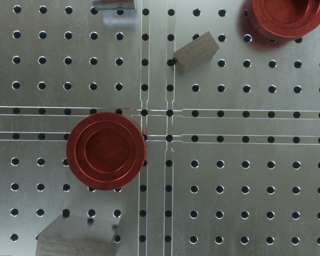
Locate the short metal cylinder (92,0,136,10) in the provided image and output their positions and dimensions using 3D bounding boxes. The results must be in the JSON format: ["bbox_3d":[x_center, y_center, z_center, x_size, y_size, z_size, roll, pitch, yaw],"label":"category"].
[{"bbox_3d":[-0.057,-0.189,0.385,0.050,0.080,0.080,-1,90,0],"label":"short metal cylinder"}]

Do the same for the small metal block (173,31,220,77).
[{"bbox_3d":[0.045,-0.094,0.401,0.050,0.050,0.025,-32,90,0],"label":"small metal block"}]

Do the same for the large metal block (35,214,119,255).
[{"bbox_3d":[-0.099,0.148,0.385,0.080,0.080,0.050,8,90,0],"label":"large metal block"}]

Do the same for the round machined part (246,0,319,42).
[{"bbox_3d":[0.162,-0.162,0.406,0.099,0.042,0.097,0,90,0],"label":"round machined part"}]

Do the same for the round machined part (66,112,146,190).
[{"bbox_3d":[-0.067,0.029,0.404,0.099,0.042,0.097,0,90,0],"label":"round machined part"}]
